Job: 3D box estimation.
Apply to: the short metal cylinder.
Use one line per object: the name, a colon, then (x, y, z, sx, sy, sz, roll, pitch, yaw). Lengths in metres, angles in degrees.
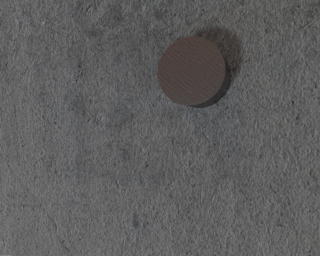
short metal cylinder: (0.043, -0.066, 0.381, 0.080, 0.050, 0.080, 0, 90, 20)
